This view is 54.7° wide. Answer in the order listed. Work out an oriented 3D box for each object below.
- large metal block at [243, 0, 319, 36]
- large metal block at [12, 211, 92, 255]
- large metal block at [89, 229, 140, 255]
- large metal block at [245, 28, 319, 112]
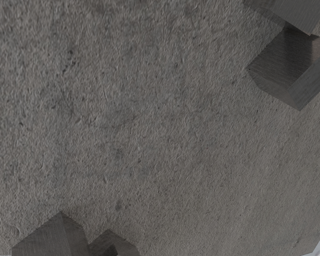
[{"bbox_3d":[0.162,-0.169,0.374,0.081,0.050,0.080,13,112,-34],"label":"large metal block"},{"bbox_3d":[-0.139,0.171,0.401,0.080,0.080,0.050,-37,129,-3],"label":"large metal block"},{"bbox_3d":[-0.080,0.216,0.480,0.080,0.050,0.080,-40,129,-1],"label":"large metal block"},{"bbox_3d":[0.179,-0.082,0.418,0.080,0.080,0.050,-47,129,4],"label":"large metal block"}]
